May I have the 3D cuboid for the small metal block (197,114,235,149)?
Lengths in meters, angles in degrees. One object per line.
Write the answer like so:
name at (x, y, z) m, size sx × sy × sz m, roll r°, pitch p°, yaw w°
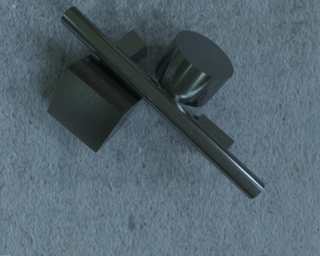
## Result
small metal block at (0.063, 0.009, 0.396) m, size 0.050 × 0.050 × 0.025 m, roll 41°, pitch 90°, yaw -1°

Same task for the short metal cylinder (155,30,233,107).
short metal cylinder at (0.041, -0.072, 0.378) m, size 0.080 × 0.080 × 0.050 m, roll 39°, pitch 131°, yaw 0°

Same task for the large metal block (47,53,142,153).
large metal block at (-0.080, -0.030, 0.380) m, size 0.080 × 0.050 × 0.080 m, roll 41°, pitch 130°, yaw -1°

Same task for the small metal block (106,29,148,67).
small metal block at (-0.044, -0.095, 0.398) m, size 0.050 × 0.050 × 0.025 m, roll -39°, pitch 90°, yaw 0°

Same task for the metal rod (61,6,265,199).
metal rod at (0.004, -0.029, 0.361) m, size 0.300 × 0.025 × 0.025 m, roll 43°, pitch 90°, yaw -1°
